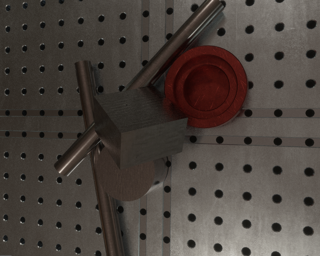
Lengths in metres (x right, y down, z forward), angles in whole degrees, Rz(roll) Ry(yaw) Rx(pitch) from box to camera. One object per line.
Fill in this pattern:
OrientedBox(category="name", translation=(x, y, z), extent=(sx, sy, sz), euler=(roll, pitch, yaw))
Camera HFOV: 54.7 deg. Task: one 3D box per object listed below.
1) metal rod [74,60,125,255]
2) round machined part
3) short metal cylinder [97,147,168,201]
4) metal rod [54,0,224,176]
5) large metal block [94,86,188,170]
OrientedBox(category="metal rod", translation=(-0.085, 0.052, 0.441), extent=(0.025, 0.025, 0.298), euler=(-12, 86, 19))
OrientedBox(category="round machined part", translation=(0.059, -0.048, 0.382), extent=(0.098, 0.042, 0.097), euler=(0, 90, 19))
OrientedBox(category="short metal cylinder", translation=(-0.036, 0.052, 0.411), extent=(0.080, 0.050, 0.079), euler=(0, 90, 19))
OrientedBox(category="metal rod", translation=(-0.032, -0.050, 0.406), extent=(0.300, 0.025, 0.025), euler=(-46, 76, 7))
OrientedBox(category="large metal block", translation=(-0.026, -0.004, 0.368), extent=(0.080, 0.081, 0.050), euler=(48, 141, 43))
